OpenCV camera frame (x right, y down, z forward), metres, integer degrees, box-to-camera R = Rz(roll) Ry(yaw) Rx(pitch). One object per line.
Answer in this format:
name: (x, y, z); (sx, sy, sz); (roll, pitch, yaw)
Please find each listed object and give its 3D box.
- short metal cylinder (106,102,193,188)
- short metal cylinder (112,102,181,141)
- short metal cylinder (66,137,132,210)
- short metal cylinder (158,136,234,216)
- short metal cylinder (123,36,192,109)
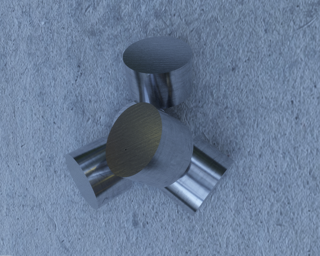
short metal cylinder: (-0.012, 0.019, 0.330); (0.080, 0.050, 0.080); (-21, 56, 36)
short metal cylinder: (-0.015, 0.006, 0.402); (0.080, 0.050, 0.080); (0, 89, 19)
short metal cylinder: (-0.080, 0.058, 0.403); (0.080, 0.050, 0.079); (38, 144, 36)
short metal cylinder: (0.043, 0.056, 0.366); (0.050, 0.080, 0.080); (36, 102, 16)
short metal cylinder: (-0.001, -0.068, 0.375); (0.080, 0.080, 0.050); (15, 138, 19)
